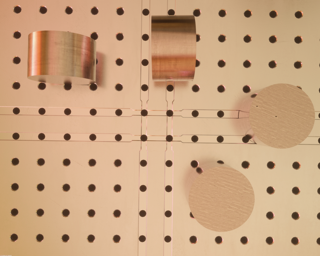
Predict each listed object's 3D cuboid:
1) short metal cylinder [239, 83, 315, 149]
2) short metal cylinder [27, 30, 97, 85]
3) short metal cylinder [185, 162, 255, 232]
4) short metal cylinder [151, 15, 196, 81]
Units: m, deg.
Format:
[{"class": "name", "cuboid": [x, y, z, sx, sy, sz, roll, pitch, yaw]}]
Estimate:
[{"class": "short metal cylinder", "cuboid": [0.149, -0.015, 0.402, 0.081, 0.050, 0.079, 0, 90, 0]}, {"class": "short metal cylinder", "cuboid": [-0.121, -0.084, 0.385, 0.081, 0.080, 0.050, 1, 90, 0]}, {"class": "short metal cylinder", "cuboid": [0.075, 0.087, 0.401, 0.081, 0.050, 0.080, 0, 90, 0]}, {"class": "short metal cylinder", "cuboid": [0.016, -0.098, 0.386, 0.050, 0.080, 0.079, -1, 90, 0]}]
